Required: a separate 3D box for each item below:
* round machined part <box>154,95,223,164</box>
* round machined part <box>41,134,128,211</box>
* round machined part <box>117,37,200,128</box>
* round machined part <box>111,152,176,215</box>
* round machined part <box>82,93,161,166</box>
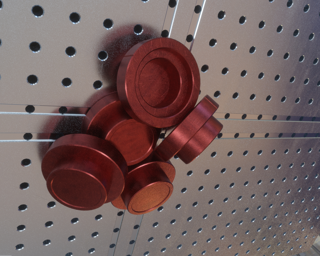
[{"bbox_3d":[0.041,0.007,0.391,0.042,0.098,0.098,43,95,2],"label":"round machined part"},{"bbox_3d":[-0.090,0.058,0.357,0.099,0.042,0.097,4,127,6],"label":"round machined part"},{"bbox_3d":[-0.005,-0.051,0.353,0.099,0.042,0.097,-6,101,-33],"label":"round machined part"},{"bbox_3d":[-0.021,0.081,0.424,0.099,0.042,0.097,-20,139,-18],"label":"round machined part"},{"bbox_3d":[-0.042,0.008,0.382,0.099,0.042,0.097,-14,125,-21],"label":"round machined part"}]
